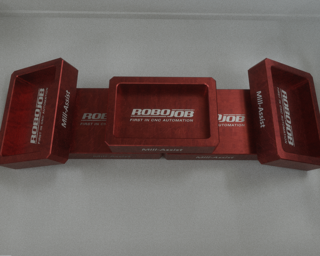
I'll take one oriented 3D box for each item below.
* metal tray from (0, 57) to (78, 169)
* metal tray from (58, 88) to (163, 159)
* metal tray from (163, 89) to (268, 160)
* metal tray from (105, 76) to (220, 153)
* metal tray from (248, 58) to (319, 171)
[{"bbox_3d":[-0.154,-0.017,0.392,0.090,0.030,0.130,-9,68,24],"label":"metal tray"},{"bbox_3d":[-0.061,-0.006,0.408,0.131,0.030,0.090,0,70,0],"label":"metal tray"},{"bbox_3d":[0.070,-0.005,0.408,0.131,0.030,0.090,0,70,0],"label":"metal tray"},{"bbox_3d":[0.003,-0.016,0.379,0.131,0.030,0.090,1,69,0],"label":"metal tray"},{"bbox_3d":[0.161,-0.016,0.392,0.091,0.030,0.130,10,67,-26],"label":"metal tray"}]
